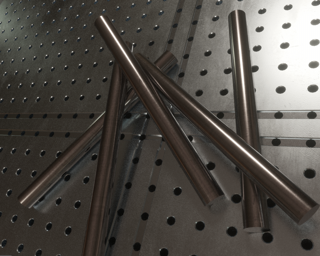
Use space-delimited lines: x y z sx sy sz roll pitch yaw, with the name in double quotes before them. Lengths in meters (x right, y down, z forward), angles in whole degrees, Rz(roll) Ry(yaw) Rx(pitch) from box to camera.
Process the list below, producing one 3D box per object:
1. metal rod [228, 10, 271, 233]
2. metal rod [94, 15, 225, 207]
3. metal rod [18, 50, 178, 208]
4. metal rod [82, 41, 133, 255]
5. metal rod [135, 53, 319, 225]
"metal rod" 0.102 -0.031 0.373 0.025 0.025 0.299 -10 57 23
"metal rod" -0.013 -0.038 0.392 0.025 0.025 0.299 -34 66 6
"metal rod" -0.087 -0.001 0.452 0.300 0.025 0.025 -45 51 -4
"metal rod" -0.065 0.016 0.408 0.025 0.025 0.299 -5 66 25
"metal rod" 0.047 -0.012 0.356 0.025 0.025 0.300 -42 51 -1
